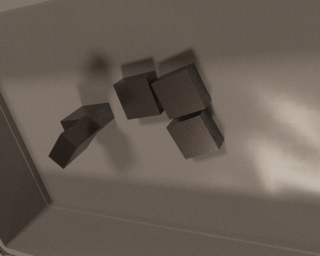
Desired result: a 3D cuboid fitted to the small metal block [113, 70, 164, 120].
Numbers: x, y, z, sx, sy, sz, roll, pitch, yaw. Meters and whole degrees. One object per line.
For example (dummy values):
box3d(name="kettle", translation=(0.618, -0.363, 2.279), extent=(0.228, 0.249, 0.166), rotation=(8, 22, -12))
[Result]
box3d(name="small metal block", translation=(-0.024, -0.041, 0.395), extent=(0.050, 0.025, 0.050), rotation=(-8, 115, 31))

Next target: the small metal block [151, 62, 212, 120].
box3d(name="small metal block", translation=(0.026, -0.043, 0.368), extent=(0.050, 0.025, 0.050), rotation=(-17, 110, 34))

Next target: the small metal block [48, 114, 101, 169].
box3d(name="small metal block", translation=(-0.108, 0.017, 0.394), extent=(0.025, 0.050, 0.050), rotation=(41, 129, -1))

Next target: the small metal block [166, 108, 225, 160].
box3d(name="small metal block", translation=(0.045, 0.007, 0.389), extent=(0.050, 0.025, 0.050), rotation=(-21, 108, 35))

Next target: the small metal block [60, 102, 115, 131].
box3d(name="small metal block", translation=(-0.101, -0.012, 0.437), extent=(0.050, 0.050, 0.025), rotation=(-4, 116, 30))
